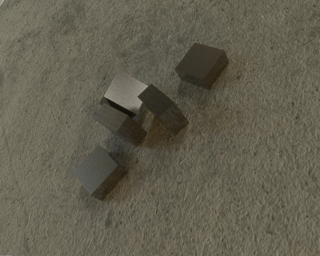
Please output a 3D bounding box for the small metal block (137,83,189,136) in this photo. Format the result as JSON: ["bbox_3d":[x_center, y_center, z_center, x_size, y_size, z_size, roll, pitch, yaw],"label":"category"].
[{"bbox_3d":[0.005,-0.023,0.400,0.025,0.050,0.050,-44,51,-2],"label":"small metal block"}]

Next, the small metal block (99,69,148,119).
[{"bbox_3d":[-0.050,-0.046,0.437,0.025,0.050,0.050,-38,27,58],"label":"small metal block"}]

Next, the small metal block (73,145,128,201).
[{"bbox_3d":[-0.079,0.059,0.409,0.050,0.025,0.050,-48,51,-6],"label":"small metal block"}]

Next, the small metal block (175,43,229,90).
[{"bbox_3d":[0.058,-0.086,0.426,0.050,0.025,0.050,27,77,37],"label":"small metal block"}]

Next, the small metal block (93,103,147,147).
[{"bbox_3d":[-0.053,-0.004,0.418,0.050,0.050,0.025,27,79,37],"label":"small metal block"}]
